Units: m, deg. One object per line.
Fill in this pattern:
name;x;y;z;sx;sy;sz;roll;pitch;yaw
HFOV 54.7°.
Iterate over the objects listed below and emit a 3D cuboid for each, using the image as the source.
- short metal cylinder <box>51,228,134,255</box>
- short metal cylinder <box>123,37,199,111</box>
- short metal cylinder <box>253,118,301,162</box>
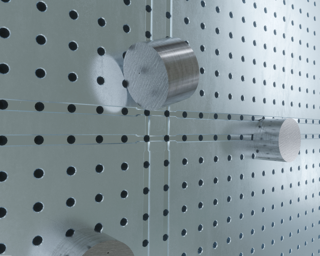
short metal cylinder;-0.073;0.154;0.332;0.081;0.050;0.079;0;90;-40
short metal cylinder;0.000;-0.066;0.373;0.050;0.080;0.080;-22;104;-38
short metal cylinder;0.218;0.022;0.575;0.081;0.050;0.079;0;90;-40
